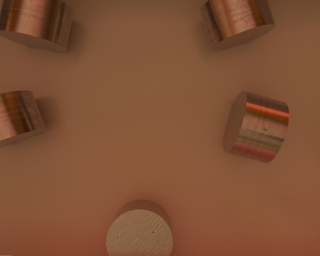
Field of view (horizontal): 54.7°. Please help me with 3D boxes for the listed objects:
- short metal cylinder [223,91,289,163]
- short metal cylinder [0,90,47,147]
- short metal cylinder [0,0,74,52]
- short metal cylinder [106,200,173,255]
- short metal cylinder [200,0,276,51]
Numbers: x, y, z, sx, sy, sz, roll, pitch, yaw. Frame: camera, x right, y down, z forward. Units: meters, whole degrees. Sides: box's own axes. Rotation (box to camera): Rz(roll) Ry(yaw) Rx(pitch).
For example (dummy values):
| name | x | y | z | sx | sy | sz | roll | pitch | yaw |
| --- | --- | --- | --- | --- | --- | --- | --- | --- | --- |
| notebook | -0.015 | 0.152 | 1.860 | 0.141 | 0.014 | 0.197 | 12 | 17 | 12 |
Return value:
| name | x | y | z | sx | sy | sz | roll | pitch | yaw |
| --- | --- | --- | --- | --- | --- | --- | --- | --- | --- |
| short metal cylinder | 0.117 | -0.001 | 0.386 | 0.050 | 0.080 | 0.080 | 16 | 90 | -1 |
| short metal cylinder | -0.189 | -0.008 | 0.381 | 0.080 | 0.080 | 0.050 | -21 | 90 | 0 |
| short metal cylinder | -0.152 | -0.130 | 0.382 | 0.080 | 0.080 | 0.050 | 11 | 90 | -1 |
| short metal cylinder | -0.025 | 0.138 | 0.399 | 0.081 | 0.050 | 0.079 | 0 | 90 | -1 |
| short metal cylinder | 0.096 | -0.135 | 0.385 | 0.080 | 0.080 | 0.050 | -18 | 90 | 0 |
